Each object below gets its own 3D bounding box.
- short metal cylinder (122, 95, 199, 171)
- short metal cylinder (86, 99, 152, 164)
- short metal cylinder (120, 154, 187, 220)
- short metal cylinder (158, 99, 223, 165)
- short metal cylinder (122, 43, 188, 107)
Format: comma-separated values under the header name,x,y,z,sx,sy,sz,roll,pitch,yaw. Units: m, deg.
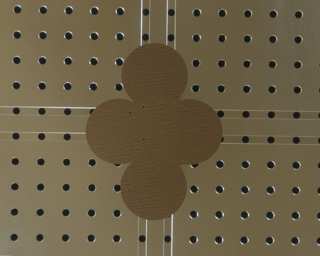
name,x,y,z,sx,sy,sz,roll,pitch,yaw
short metal cylinder,0.001,0.005,0.350,0.081,0.050,0.079,0,90,0
short metal cylinder,-0.050,0.004,0.400,0.081,0.050,0.079,0,90,0
short metal cylinder,-0.008,0.072,0.400,0.081,0.050,0.080,0,88,-1
short metal cylinder,0.036,0.005,0.400,0.081,0.050,0.079,0,90,0
short metal cylinder,-0.007,-0.064,0.400,0.081,0.050,0.079,0,90,-1
